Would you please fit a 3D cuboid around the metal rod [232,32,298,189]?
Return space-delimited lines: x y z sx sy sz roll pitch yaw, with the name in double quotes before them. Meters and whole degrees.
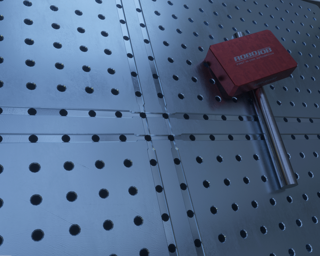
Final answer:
"metal rod" 0.171 -0.045 0.527 0.025 0.025 0.299 5 59 -26

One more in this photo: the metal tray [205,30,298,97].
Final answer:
"metal tray" 0.155 -0.114 0.530 0.131 0.030 0.090 -20 66 -19
